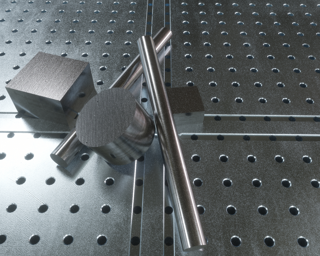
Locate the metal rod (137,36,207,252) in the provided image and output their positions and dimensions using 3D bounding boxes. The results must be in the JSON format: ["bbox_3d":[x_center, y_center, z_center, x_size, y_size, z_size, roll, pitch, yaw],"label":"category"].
[{"bbox_3d":[0.007,-0.005,0.386,0.025,0.025,0.299,-8,58,-7],"label":"metal rod"}]

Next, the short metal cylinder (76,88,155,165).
[{"bbox_3d":[-0.053,-0.002,0.373,0.080,0.050,0.080,-13,55,20],"label":"short metal cylinder"}]

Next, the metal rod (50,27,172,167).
[{"bbox_3d":[-0.056,-0.064,0.460,0.025,0.025,0.301,21,53,16],"label":"metal rod"}]

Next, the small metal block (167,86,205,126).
[{"bbox_3d":[0.032,-0.031,0.434,0.050,0.025,0.050,-6,50,-6],"label":"small metal block"}]

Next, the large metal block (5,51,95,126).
[{"bbox_3d":[-0.150,-0.057,0.437,0.080,0.050,0.080,14,51,11],"label":"large metal block"}]
